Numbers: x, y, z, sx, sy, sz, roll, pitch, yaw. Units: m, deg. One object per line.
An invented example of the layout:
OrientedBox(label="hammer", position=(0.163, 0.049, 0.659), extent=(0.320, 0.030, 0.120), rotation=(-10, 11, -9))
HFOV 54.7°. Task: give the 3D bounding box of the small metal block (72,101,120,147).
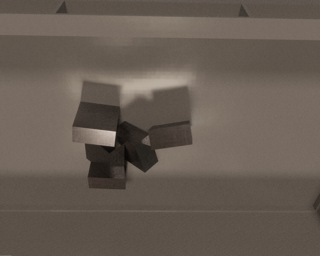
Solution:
OrientedBox(label="small metal block", position=(-0.079, -0.006, 0.387), extent=(0.050, 0.050, 0.025), rotation=(7, 130, -7))

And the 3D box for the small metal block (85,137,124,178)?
OrientedBox(label="small metal block", position=(-0.074, 0.031, 0.415), extent=(0.050, 0.025, 0.050), rotation=(33, 139, 26))

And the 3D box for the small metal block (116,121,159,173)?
OrientedBox(label="small metal block", position=(-0.033, 0.025, 0.411), extent=(0.025, 0.050, 0.050), rotation=(-39, 135, -26))

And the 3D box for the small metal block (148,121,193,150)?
OrientedBox(label="small metal block", position=(0.015, 0.008, 0.397), extent=(0.050, 0.050, 0.025), rotation=(-8, 95, 6))

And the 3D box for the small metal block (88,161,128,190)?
OrientedBox(label="small metal block", position=(-0.072, 0.059, 0.441), extent=(0.050, 0.050, 0.025), rotation=(3, 134, -3))
